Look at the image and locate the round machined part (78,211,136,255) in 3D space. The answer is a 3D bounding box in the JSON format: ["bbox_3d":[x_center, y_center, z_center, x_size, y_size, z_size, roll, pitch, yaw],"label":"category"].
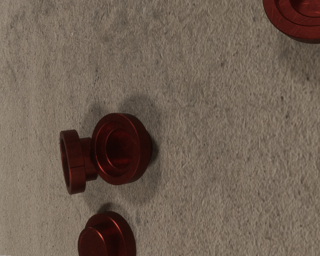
[{"bbox_3d":[-0.085,0.178,0.462,0.098,0.042,0.097,0,90,39],"label":"round machined part"}]

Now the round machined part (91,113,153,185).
[{"bbox_3d":[-0.049,0.028,0.432,0.098,0.042,0.097,0,90,39],"label":"round machined part"}]

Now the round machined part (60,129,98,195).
[{"bbox_3d":[-0.124,0.050,0.477,0.098,0.042,0.097,173,90,-66],"label":"round machined part"}]

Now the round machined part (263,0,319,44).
[{"bbox_3d":[0.146,-0.123,0.273,0.098,0.042,0.097,0,90,39],"label":"round machined part"}]
